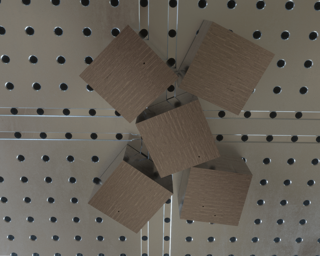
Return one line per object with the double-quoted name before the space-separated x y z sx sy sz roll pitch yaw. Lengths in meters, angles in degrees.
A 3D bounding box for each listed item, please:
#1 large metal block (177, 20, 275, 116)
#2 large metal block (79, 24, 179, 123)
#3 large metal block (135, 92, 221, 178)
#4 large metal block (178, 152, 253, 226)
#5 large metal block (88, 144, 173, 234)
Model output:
"large metal block" 0.074 -0.073 0.372 0.080 0.050 0.080 23 108 -12
"large metal block" -0.035 -0.067 0.375 0.080 0.050 0.080 -42 104 14
"large metal block" 0.023 0.007 0.402 0.080 0.050 0.080 -21 109 7
"large metal block" 0.073 0.083 0.431 0.080 0.050 0.079 8 110 -4
"large metal block" -0.039 0.084 0.429 0.080 0.050 0.080 36 106 -12
